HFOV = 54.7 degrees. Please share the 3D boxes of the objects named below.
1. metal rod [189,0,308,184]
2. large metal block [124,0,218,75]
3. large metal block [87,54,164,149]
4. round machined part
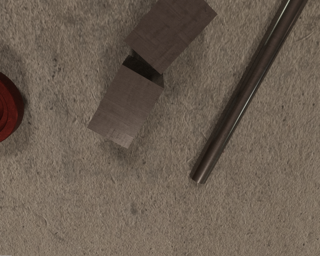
[{"bbox_3d":[0.114,-0.057,0.390,0.025,0.025,0.298,23,108,-9],"label":"metal rod"},{"bbox_3d":[0.010,-0.112,0.339,0.050,0.080,0.080,41,105,-14],"label":"large metal block"},{"bbox_3d":[-0.038,-0.035,0.367,0.050,0.080,0.080,29,107,-11],"label":"large metal block"},{"bbox_3d":[-0.219,-0.030,0.386,0.099,0.042,0.097,0,110,-1],"label":"round machined part"}]
